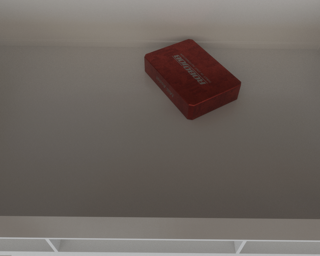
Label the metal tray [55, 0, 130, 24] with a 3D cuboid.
[{"bbox_3d":[-0.137,-0.257,0.617,0.131,0.030,0.090,-19,53,-16],"label":"metal tray"}]

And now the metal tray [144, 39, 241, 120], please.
[{"bbox_3d":[0.046,-0.078,0.468,0.091,0.030,0.130,-25,55,-20],"label":"metal tray"}]
